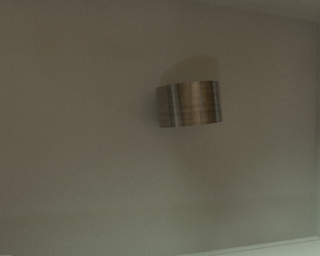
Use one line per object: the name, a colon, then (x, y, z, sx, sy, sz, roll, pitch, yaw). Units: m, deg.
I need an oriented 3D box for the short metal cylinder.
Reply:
short metal cylinder: (0.037, -0.029, 0.395, 0.081, 0.080, 0.050, -7, 93, -20)
